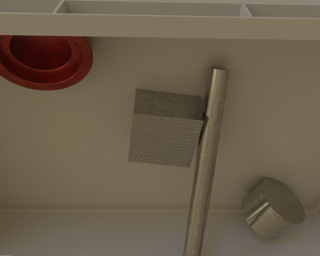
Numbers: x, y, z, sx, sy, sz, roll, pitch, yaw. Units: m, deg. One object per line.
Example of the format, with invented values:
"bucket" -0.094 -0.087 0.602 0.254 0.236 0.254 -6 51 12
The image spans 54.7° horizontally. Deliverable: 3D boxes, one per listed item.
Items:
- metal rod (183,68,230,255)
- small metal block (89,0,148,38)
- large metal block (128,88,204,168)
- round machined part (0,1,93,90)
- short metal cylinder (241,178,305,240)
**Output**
"metal rod" 0.054 0.074 0.398 0.025 0.025 0.298 4 107 -4
"small metal block" -0.038 -0.112 0.297 0.050 0.050 0.025 5 130 -5
"large metal block" 0.005 0.001 0.394 0.081 0.050 0.079 6 130 -6
"round machined part" -0.119 -0.085 0.311 0.099 0.042 0.098 -7 147 -4
"short metal cylinder" 0.175 0.125 0.483 0.080 0.080 0.050 22 127 -18
